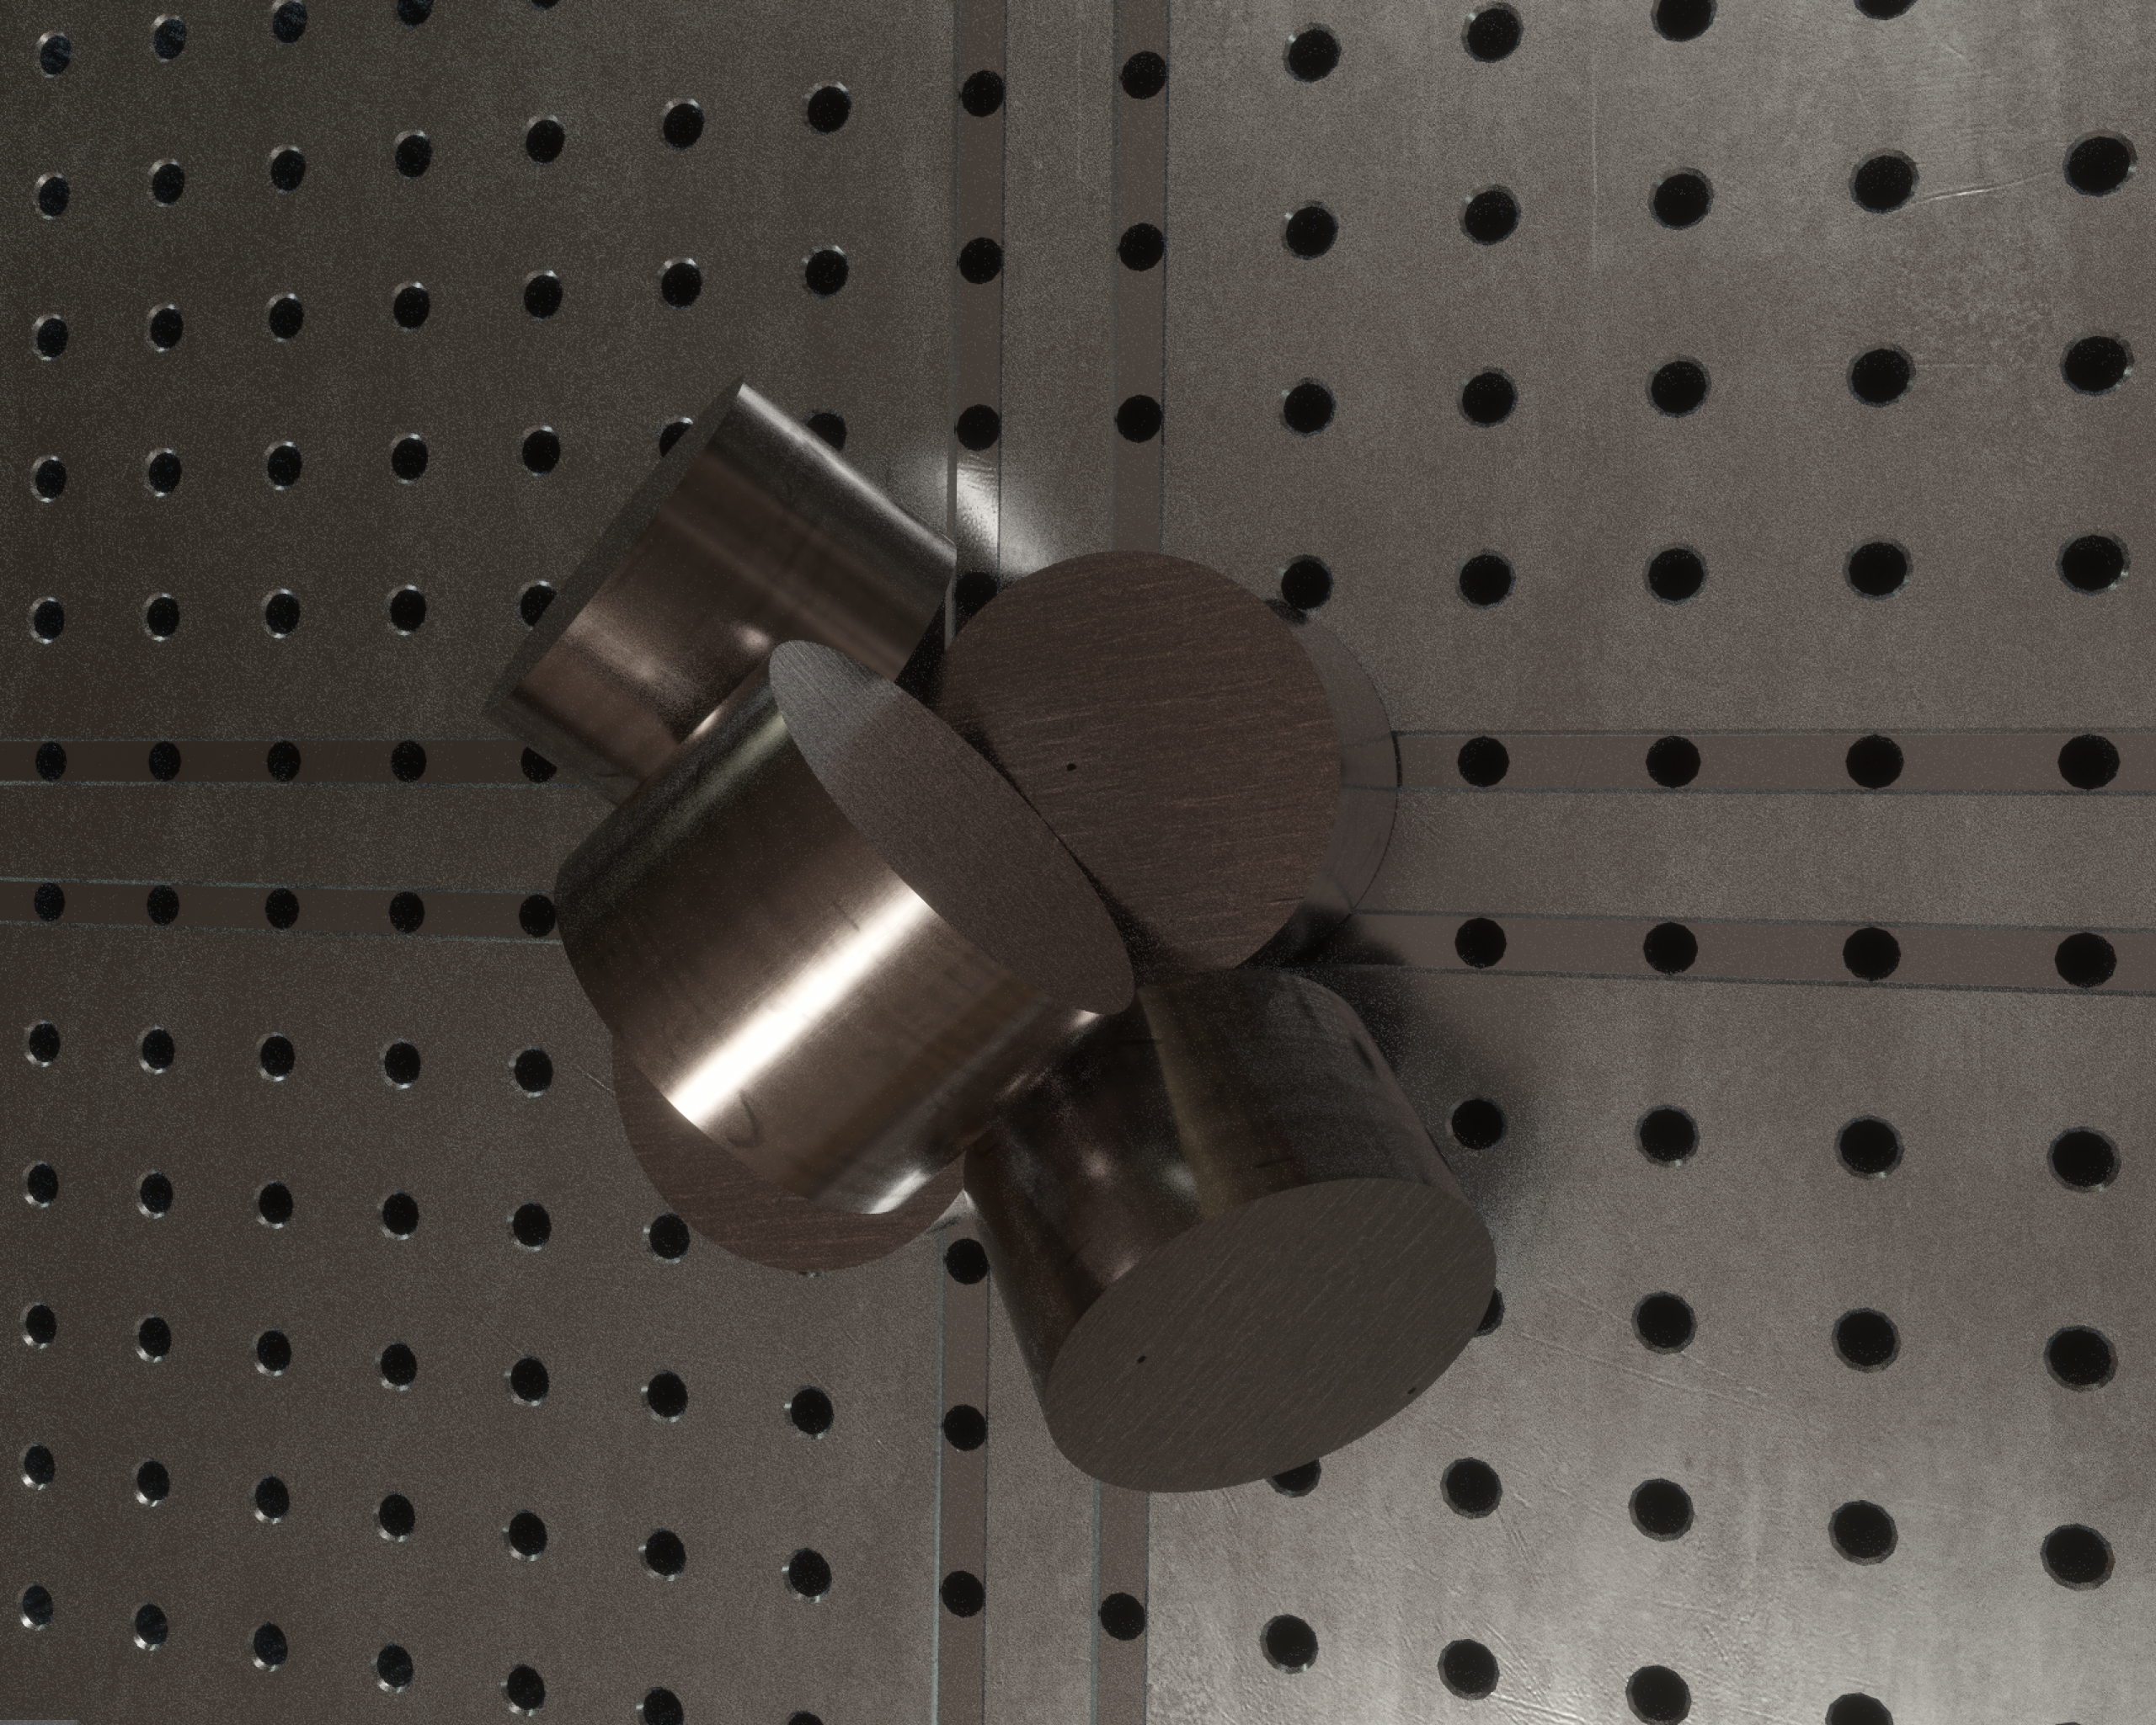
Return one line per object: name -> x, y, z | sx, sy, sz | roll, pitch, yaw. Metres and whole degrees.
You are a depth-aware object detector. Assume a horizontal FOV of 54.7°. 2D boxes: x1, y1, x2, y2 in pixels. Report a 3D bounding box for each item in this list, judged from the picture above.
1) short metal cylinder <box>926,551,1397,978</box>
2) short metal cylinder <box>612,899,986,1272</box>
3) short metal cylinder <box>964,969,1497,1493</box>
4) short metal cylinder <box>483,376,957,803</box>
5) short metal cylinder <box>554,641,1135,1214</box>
short metal cylinder -> 0.015, -0.016, 0.392 | 0.080, 0.050, 0.079 | 0, 90, 19
short metal cylinder -> -0.044, 0.036, 0.413 | 0.080, 0.050, 0.079 | 0, 90, 19
short metal cylinder -> 0.025, 0.065, 0.366 | 0.080, 0.080, 0.050 | -42, 42, 15
short metal cylinder -> -0.068, -0.045, 0.399 | 0.050, 0.080, 0.080 | 37, 104, -19
short metal cylinder -> -0.037, 0.010, 0.341 | 0.050, 0.080, 0.080 | -43, 77, 15
